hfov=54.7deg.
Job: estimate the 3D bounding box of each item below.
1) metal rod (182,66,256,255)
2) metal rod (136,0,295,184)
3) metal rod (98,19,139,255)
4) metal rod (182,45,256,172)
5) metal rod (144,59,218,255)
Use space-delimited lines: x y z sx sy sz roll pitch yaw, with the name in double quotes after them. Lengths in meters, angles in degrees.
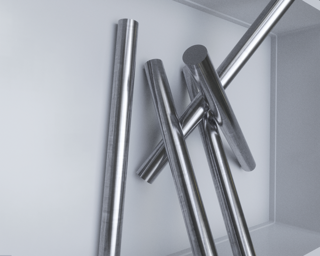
0.075 0.049 0.391 0.025 0.025 0.299 6 62 -40 "metal rod"
0.072 -0.054 0.396 0.025 0.025 0.300 39 88 -33 "metal rod"
-0.049 0.022 0.365 0.025 0.025 0.298 7 86 -40 "metal rod"
0.093 -0.003 0.417 0.300 0.025 0.025 48 60 -53 "metal rod"
0.027 0.053 0.349 0.025 0.025 0.299 4 63 -40 "metal rod"
